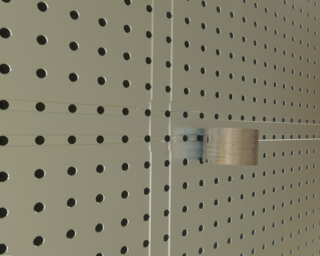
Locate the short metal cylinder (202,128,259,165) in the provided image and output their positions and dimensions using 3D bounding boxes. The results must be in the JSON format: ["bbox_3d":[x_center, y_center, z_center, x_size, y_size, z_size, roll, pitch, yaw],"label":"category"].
[{"bbox_3d":[0.104,0.026,0.459,0.081,0.080,0.050,4,88,-40],"label":"short metal cylinder"}]
